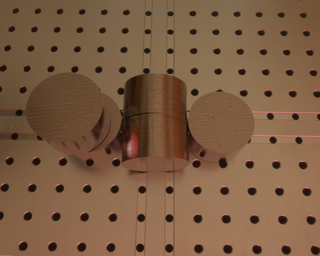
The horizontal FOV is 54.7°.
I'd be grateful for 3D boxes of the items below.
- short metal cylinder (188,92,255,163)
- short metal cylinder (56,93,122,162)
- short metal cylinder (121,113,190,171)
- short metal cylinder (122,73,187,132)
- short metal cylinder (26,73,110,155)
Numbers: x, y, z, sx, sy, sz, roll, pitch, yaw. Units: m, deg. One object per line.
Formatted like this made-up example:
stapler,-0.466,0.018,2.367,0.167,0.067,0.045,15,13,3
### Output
short metal cylinder,0.074,0.000,0.398,0.081,0.050,0.080,0,70,0
short metal cylinder,-0.087,-0.001,0.398,0.081,0.050,0.080,0,70,0
short metal cylinder,-0.006,0.020,0.375,0.081,0.080,0.050,-1,70,-1
short metal cylinder,-0.006,-0.028,0.393,0.081,0.080,0.050,1,71,0
short metal cylinder,-0.100,-0.015,0.348,0.081,0.050,0.080,0,70,0
